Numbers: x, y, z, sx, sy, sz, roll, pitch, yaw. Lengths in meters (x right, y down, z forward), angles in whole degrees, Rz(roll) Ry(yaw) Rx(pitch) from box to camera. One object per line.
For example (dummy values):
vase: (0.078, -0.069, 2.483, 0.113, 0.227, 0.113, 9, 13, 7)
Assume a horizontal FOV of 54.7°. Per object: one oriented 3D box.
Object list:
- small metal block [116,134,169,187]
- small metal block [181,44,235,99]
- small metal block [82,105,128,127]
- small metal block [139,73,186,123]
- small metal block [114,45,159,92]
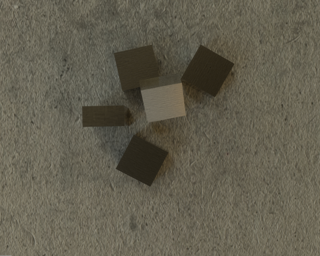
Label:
small metal block: (-0.023, 0.042, 0.410, 0.050, 0.025, 0.050, 28, 90, 0)
small metal block: (0.062, -0.074, 0.410, 0.050, 0.025, 0.050, 30, 90, 0)
small metal block: (-0.068, -0.014, 0.397, 0.050, 0.050, 0.025, -1, 90, 0)
small metal block: (0.004, -0.038, 0.397, 0.050, 0.025, 0.050, -11, 129, 0)
small metal block: (-0.029, -0.077, 0.410, 0.050, 0.025, 0.050, -13, 90, 0)
